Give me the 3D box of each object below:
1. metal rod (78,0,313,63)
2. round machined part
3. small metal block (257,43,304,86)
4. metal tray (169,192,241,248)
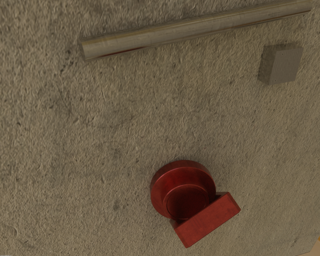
[{"bbox_3d":[0.057,-0.122,0.364,0.302,0.025,0.025,-17,126,-19],"label":"metal rod"},{"bbox_3d":[0.035,0.100,0.460,0.099,0.042,0.097,-3,115,-6],"label":"round machined part"},{"bbox_3d":[0.173,-0.093,0.447,0.050,0.025,0.050,-12,124,-22],"label":"small metal block"},{"bbox_3d":[0.063,0.135,0.473,0.090,0.030,0.130,-32,171,-8],"label":"metal tray"}]
